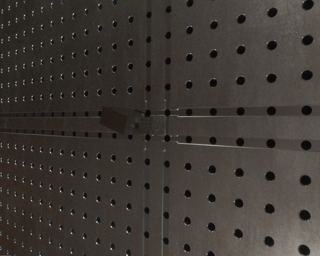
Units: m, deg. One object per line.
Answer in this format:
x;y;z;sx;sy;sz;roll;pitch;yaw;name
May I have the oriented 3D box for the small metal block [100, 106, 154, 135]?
-0.046;-0.010;0.429;0.050;0.050;0.025;22;104;37;small metal block
